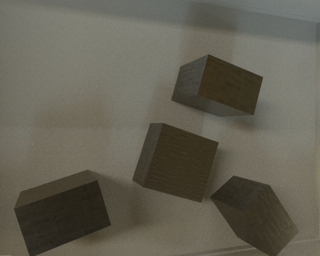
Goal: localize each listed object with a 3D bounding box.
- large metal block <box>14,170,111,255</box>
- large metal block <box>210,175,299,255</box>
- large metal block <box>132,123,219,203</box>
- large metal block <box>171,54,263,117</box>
[{"bbox_3d":[-0.107,0.088,0.342,0.081,0.080,0.050,-17,96,-19],"label":"large metal block"},{"bbox_3d":[0.127,0.118,0.428,0.050,0.080,0.080,-38,102,-16],"label":"large metal block"},{"bbox_3d":[0.019,0.044,0.404,0.081,0.050,0.080,19,84,-19],"label":"large metal block"},{"bbox_3d":[0.072,-0.051,0.408,0.081,0.080,0.050,17,84,-19],"label":"large metal block"}]
